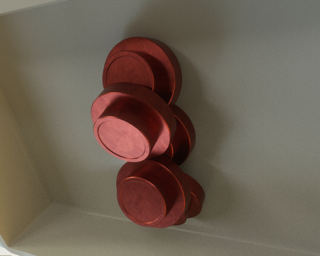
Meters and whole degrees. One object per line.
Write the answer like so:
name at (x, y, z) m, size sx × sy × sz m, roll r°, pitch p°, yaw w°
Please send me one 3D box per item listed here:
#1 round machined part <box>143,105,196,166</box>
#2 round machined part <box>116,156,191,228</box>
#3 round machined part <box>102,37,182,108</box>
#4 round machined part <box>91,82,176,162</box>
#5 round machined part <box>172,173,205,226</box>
round machined part at (-0.006, 0.014, 0.408) m, size 0.098 × 0.042 × 0.097 m, roll 13°, pitch 123°, yaw 21°
round machined part at (-0.015, 0.084, 0.389) m, size 0.098 × 0.042 × 0.097 m, roll 9°, pitch 111°, yaw 25°
round machined part at (-0.027, -0.056, 0.362) m, size 0.098 × 0.042 × 0.097 m, roll 7°, pitch 106°, yaw 26°
round machined part at (-0.035, 0.001, 0.348) m, size 0.098 × 0.042 × 0.097 m, roll 15°, pitch 137°, yaw 15°
round machined part at (0.010, 0.101, 0.435) m, size 0.098 × 0.042 × 0.097 m, roll 15°, pitch 139°, yaw 14°
